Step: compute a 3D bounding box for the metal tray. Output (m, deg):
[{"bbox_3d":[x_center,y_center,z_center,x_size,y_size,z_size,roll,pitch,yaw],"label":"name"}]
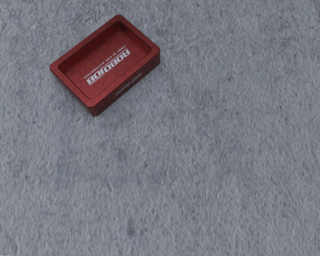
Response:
[{"bbox_3d":[-0.075,-0.090,0.438,0.130,0.030,0.090,-43,76,-14],"label":"metal tray"}]
